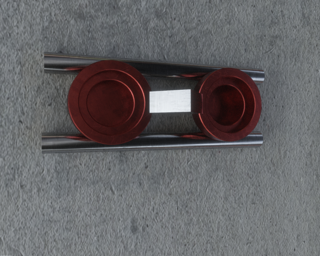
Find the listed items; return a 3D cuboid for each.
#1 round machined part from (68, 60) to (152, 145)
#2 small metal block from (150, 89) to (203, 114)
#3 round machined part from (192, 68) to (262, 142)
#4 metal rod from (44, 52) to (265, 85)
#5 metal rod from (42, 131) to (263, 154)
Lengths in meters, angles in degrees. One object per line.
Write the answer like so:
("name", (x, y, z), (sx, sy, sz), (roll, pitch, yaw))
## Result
("round machined part", (-0.061, -0.029, 0.374), (0.099, 0.042, 0.097), (0, 90, -20))
("small metal block", (0.021, -0.030, 0.377), (0.050, 0.050, 0.025), (0, 90, 23))
("round machined part", (0.087, -0.031, 0.428), (0.099, 0.042, 0.097), (0, 90, -20))
("metal rod", (0.007, -0.076, 0.412), (0.302, 0.025, 0.025), (0, 90, -20))
("metal rod", (0.005, 0.017, 0.412), (0.302, 0.025, 0.025), (0, 90, -20))
